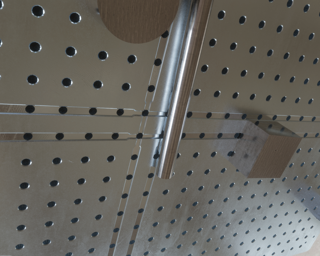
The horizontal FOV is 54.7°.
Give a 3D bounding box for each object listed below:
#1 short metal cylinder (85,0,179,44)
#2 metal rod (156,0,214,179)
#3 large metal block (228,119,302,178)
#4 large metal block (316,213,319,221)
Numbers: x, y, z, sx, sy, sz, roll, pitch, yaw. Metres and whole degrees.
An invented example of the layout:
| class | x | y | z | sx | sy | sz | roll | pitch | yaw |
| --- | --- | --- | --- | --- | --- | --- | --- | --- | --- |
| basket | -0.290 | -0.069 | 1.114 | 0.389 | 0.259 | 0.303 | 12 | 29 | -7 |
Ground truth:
| class | x | y | z | sx | sy | sz | roll | pitch | yaw |
| --- | --- | --- | --- | --- | --- | --- | --- | --- | --- |
| short metal cylinder | -0.028 | -0.129 | 0.301 | 0.081 | 0.050 | 0.079 | -14 | 125 | -21 |
| metal rod | 0.032 | -0.062 | 0.391 | 0.025 | 0.025 | 0.298 | -4 | 120 | -27 |
| large metal block | 0.174 | 0.036 | 0.515 | 0.081 | 0.050 | 0.079 | 6 | 116 | -31 |
| large metal block | 0.457 | 0.247 | 0.783 | 0.050 | 0.080 | 0.080 | -50 | 129 | 7 |
